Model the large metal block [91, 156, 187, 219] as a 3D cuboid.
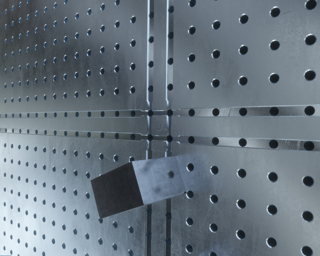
[{"bbox_3d":[-0.027,0.075,0.397,0.080,0.081,0.050,-28,73,37],"label":"large metal block"}]
